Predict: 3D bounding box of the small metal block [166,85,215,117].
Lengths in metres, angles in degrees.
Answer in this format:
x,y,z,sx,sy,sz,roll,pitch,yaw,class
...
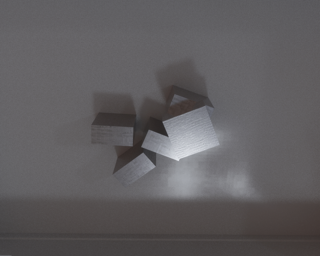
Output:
x,y,z,sx,sy,sz,roll,pitch,yaw,class
0.036,-0.029,0.388,0.050,0.050,0.025,19,109,-7,small metal block

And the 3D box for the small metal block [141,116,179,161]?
x,y,z,sx,sy,sz,roll,pitch,yaw,class
0.005,0.013,0.403,0.050,0.050,0.025,21,109,-8,small metal block

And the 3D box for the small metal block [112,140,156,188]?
x,y,z,sx,sy,sz,roll,pitch,yaw,class
-0.033,0.045,0.414,0.050,0.050,0.025,-36,106,12,small metal block

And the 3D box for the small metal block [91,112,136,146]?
x,y,z,sx,sy,sz,roll,pitch,yaw,class
-0.058,0.001,0.398,0.050,0.050,0.025,3,110,-1,small metal block

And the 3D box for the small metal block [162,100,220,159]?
x,y,z,sx,sy,sz,roll,pitch,yaw,class
0.035,0.002,0.359,0.050,0.025,0.050,-21,109,7,small metal block
